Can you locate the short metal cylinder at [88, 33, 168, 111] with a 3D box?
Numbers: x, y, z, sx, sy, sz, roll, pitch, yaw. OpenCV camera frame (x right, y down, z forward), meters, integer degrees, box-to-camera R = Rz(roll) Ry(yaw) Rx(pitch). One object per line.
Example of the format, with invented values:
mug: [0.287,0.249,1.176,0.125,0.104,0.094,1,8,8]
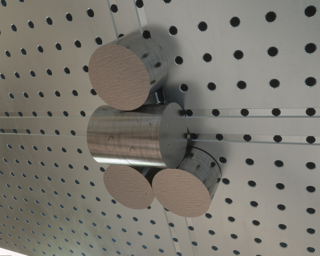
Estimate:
short metal cylinder: [-0.037,-0.068,0.371,0.080,0.050,0.079,13,124,20]

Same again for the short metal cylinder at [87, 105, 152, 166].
short metal cylinder: [-0.050,0.009,0.406,0.050,0.080,0.080,0,119,28]

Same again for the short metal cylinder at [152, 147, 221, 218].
short metal cylinder: [0.036,0.073,0.418,0.080,0.050,0.079,13,124,20]

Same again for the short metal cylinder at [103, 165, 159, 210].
short metal cylinder: [-0.035,0.072,0.455,0.080,0.050,0.079,13,124,20]

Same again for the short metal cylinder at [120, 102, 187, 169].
short metal cylinder: [-0.005,0.009,0.383,0.050,0.080,0.080,0,119,28]
